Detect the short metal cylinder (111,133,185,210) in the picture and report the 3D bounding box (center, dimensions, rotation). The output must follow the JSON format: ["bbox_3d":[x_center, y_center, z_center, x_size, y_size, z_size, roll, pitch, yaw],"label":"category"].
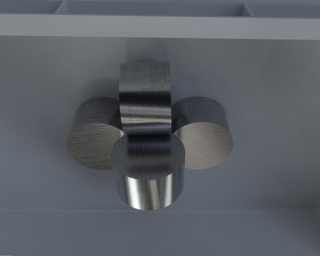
[{"bbox_3d":[-0.012,0.045,0.350,0.080,0.080,0.050,-1,130,0],"label":"short metal cylinder"}]

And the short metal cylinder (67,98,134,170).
[{"bbox_3d":[-0.073,0.008,0.397,0.081,0.050,0.079,0,130,0],"label":"short metal cylinder"}]

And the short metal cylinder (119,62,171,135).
[{"bbox_3d":[-0.014,-0.032,0.342,0.050,0.080,0.079,-2,130,1],"label":"short metal cylinder"}]

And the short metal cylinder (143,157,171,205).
[{"bbox_3d":[-0.012,0.066,0.426,0.050,0.080,0.079,-2,130,1],"label":"short metal cylinder"}]

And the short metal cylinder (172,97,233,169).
[{"bbox_3d":[0.049,0.007,0.396,0.081,0.050,0.079,0,130,0],"label":"short metal cylinder"}]
